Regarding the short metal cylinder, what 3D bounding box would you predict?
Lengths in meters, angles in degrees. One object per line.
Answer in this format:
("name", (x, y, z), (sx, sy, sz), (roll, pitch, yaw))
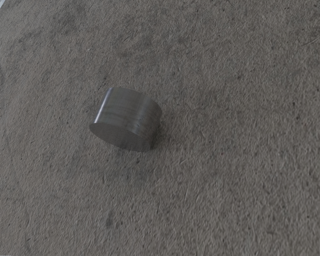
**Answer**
("short metal cylinder", (-0.043, -0.009, 0.398), (0.080, 0.080, 0.050), (5, 64, 30))
